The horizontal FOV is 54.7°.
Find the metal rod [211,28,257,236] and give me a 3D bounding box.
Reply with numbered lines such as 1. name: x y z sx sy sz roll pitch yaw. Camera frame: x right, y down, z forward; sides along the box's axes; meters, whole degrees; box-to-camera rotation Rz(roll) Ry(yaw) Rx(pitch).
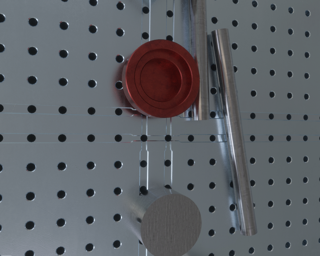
1. metal rod: 0.109 0.008 0.452 0.025 0.025 0.298 -10 94 -20

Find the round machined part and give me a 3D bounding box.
1. round machined part: -0.001 -0.061 0.403 0.099 0.042 0.097 0 90 -20

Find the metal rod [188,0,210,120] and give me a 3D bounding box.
1. metal rod: 0.052 -0.160 0.431 0.025 0.025 0.298 -2 91 -20

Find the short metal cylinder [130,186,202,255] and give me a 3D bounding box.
1. short metal cylinder: 0.006 0.120 0.402 0.081 0.050 0.080 0 90 -20
